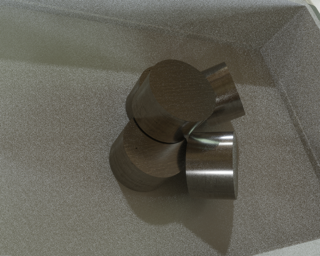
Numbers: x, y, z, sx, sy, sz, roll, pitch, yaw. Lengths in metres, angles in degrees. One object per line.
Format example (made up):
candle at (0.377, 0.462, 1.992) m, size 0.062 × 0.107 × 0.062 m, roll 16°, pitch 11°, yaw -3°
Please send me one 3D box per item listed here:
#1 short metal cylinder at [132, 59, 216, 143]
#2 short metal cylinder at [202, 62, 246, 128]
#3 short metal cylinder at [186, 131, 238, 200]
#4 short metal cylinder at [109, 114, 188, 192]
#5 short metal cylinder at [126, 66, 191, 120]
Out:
short metal cylinder at (0.015, -0.030, 0.349) m, size 0.081 × 0.050 × 0.080 m, roll 14°, pitch 56°, yaw -21°
short metal cylinder at (0.081, -0.046, 0.435) m, size 0.080 × 0.050 × 0.080 m, roll -22°, pitch 90°, yaw -78°
short metal cylinder at (0.064, 0.044, 0.369) m, size 0.050 × 0.080 × 0.080 m, roll -2°, pitch 53°, yaw 17°
short metal cylinder at (-0.013, 0.029, 0.365) m, size 0.081 × 0.050 × 0.080 m, roll 14°, pitch 56°, yaw -21°
short metal cylinder at (0.001, -0.035, 0.411) m, size 0.081 × 0.050 × 0.080 m, roll 14°, pitch 56°, yaw -21°
